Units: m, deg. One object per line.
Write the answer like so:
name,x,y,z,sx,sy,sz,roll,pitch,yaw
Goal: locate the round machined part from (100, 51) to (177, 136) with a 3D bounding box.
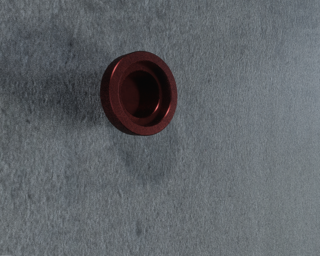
round machined part,-0.029,-0.040,0.371,0.099,0.042,0.097,0,90,-40
